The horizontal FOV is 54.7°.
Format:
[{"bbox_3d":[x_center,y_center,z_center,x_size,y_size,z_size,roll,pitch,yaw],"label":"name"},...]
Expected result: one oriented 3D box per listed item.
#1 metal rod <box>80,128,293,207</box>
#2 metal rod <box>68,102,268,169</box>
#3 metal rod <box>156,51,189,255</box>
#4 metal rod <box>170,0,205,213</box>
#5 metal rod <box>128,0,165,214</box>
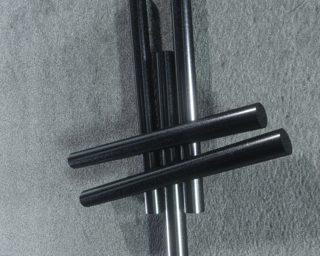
[{"bbox_3d":[0.002,0.058,0.367,0.299,0.025,0.025,-23,76,37],"label":"metal rod"},{"bbox_3d":[-0.018,0.019,0.383,0.300,0.025,0.025,-15,80,38],"label":"metal rod"},{"bbox_3d":[0.016,0.053,0.389,0.025,0.025,0.298,-6,86,39],"label":"metal rod"},{"bbox_3d":[0.032,-0.050,0.376,0.025,0.025,0.298,-6,86,39],"label":"metal rod"},{"bbox_3d":[-0.019,-0.038,0.418,0.025,0.025,0.298,-8,85,39],"label":"metal rod"}]
